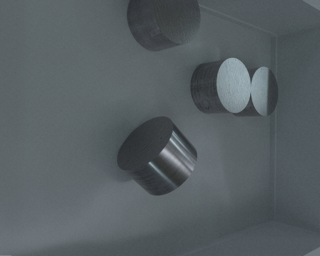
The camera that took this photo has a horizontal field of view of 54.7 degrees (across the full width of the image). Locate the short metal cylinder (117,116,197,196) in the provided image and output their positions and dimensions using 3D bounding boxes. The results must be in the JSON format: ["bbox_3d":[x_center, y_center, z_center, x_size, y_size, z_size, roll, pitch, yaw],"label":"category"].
[{"bbox_3d":[-0.003,0.032,0.368,0.050,0.080,0.080,48,61,-29],"label":"short metal cylinder"}]

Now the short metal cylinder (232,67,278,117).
[{"bbox_3d":[0.154,-0.059,0.519,0.081,0.050,0.080,0,90,-40],"label":"short metal cylinder"}]

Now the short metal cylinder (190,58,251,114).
[{"bbox_3d":[0.092,-0.062,0.467,0.081,0.050,0.080,0,90,-40],"label":"short metal cylinder"}]

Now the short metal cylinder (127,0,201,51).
[{"bbox_3d":[0.006,-0.142,0.394,0.081,0.050,0.080,0,90,-40],"label":"short metal cylinder"}]
